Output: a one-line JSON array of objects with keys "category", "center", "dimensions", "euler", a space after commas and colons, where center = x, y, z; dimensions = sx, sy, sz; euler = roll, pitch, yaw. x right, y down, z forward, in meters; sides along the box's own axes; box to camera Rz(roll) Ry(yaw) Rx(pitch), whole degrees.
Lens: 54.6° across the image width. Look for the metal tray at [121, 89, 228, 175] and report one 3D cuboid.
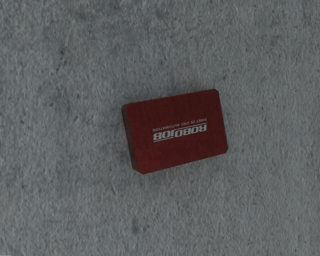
[{"category": "metal tray", "center": [0.022, 0.002, 0.414], "dimensions": [0.131, 0.030, 0.090], "euler": [-12, 94, -20]}]
